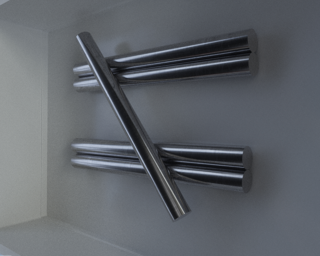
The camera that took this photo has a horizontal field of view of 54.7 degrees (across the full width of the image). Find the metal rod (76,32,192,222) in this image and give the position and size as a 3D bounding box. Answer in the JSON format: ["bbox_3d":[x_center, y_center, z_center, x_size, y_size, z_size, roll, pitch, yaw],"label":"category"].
[{"bbox_3d":[-0.045,-0.018,0.410,0.025,0.025,0.299,-45,63,31],"label":"metal rod"}]

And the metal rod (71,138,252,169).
[{"bbox_3d":[-0.023,0.030,0.423,0.300,0.025,0.025,0,90,40],"label":"metal rod"}]

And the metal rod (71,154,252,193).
[{"bbox_3d":[-0.023,0.056,0.424,0.300,0.025,0.025,0,90,40],"label":"metal rod"}]

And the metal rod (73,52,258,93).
[{"bbox_3d":[-0.018,-0.069,0.419,0.300,0.025,0.025,1,91,40],"label":"metal rod"}]

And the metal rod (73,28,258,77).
[{"bbox_3d":[-0.018,-0.094,0.420,0.300,0.025,0.025,1,91,40],"label":"metal rod"}]
